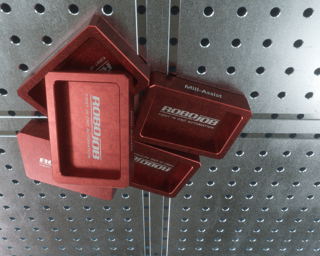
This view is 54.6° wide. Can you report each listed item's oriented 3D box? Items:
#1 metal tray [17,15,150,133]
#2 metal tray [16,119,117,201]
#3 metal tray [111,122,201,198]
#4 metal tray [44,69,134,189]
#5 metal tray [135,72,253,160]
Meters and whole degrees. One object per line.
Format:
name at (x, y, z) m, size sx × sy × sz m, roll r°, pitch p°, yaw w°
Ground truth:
metal tray at (-0.087, -0.054, 0.360) m, size 0.130 × 0.030 × 0.090 m, roll -32°, pitch 123°, yaw 24°
metal tray at (-0.121, 0.045, 0.423) m, size 0.131 × 0.030 × 0.089 m, roll 14°, pitch 131°, yaw 6°
metal tray at (-0.018, 0.050, 0.449) m, size 0.131 × 0.030 × 0.089 m, roll 20°, pitch 128°, yaw -16°
metal tray at (-0.077, 0.001, 0.352) m, size 0.090 × 0.030 × 0.129 m, roll 3°, pitch 106°, yaw 6°
metal tray at (0.038, -0.012, 0.397) m, size 0.131 × 0.030 × 0.089 m, roll 14°, pitch 129°, yaw -12°
